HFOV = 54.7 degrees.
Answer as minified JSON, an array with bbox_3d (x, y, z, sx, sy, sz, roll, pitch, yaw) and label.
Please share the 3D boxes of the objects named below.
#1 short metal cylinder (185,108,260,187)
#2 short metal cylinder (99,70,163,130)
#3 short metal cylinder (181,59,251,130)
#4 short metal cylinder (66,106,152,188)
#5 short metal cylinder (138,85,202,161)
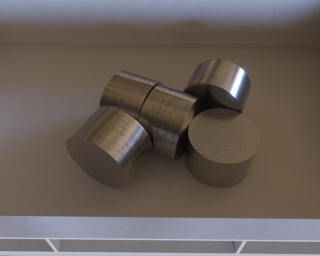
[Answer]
[{"bbox_3d":[0.072,0.023,0.368,0.081,0.050,0.080,0,50,0],"label":"short metal cylinder"},{"bbox_3d":[-0.034,-0.027,0.389,0.050,0.080,0.080,20,53,16],"label":"short metal cylinder"},{"bbox_3d":[0.072,-0.042,0.403,0.080,0.080,0.050,18,52,14],"label":"short metal cylinder"},{"bbox_3d":[-0.056,0.022,0.348,0.080,0.080,0.050,23,54,18],"label":"short metal cylinder"},{"bbox_3d":[0.012,-0.007,0.374,0.050,0.080,0.080,21,53,16],"label":"short metal cylinder"}]
